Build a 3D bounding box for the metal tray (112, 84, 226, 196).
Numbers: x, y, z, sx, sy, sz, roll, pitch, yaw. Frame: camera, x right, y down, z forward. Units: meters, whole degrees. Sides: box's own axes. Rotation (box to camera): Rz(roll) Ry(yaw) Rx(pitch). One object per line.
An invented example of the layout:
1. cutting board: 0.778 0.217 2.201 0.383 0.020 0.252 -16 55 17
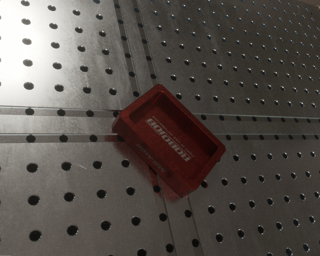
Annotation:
1. metal tray: 0.014 0.013 0.406 0.130 0.030 0.090 45 51 2
